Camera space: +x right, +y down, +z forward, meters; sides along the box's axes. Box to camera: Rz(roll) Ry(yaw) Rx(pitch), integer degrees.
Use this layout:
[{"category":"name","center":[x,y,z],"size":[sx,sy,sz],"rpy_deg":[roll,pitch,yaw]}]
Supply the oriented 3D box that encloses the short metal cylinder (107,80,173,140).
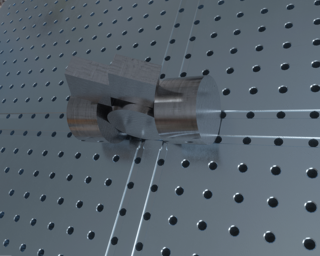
[{"category":"short metal cylinder","center":[-0.021,-0.024,0.399],"size":[0.080,0.080,0.050],"rpy_deg":[1,63,29]}]

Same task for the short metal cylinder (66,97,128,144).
[{"category":"short metal cylinder","center":[-0.080,-0.019,0.426],"size":[0.050,0.080,0.080],"rpy_deg":[1,62,29]}]

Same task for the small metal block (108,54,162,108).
[{"category":"small metal block","center":[-0.027,-0.050,0.339],"size":[0.050,0.050,0.025],"rpy_deg":[14,66,1]}]

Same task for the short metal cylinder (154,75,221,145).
[{"category":"short metal cylinder","center":[0.035,-0.021,0.366],"size":[0.050,0.080,0.080],"rpy_deg":[0,62,29]}]

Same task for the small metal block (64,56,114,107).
[{"category":"small metal block","center":[-0.078,-0.053,0.362],"size":[0.050,0.050,0.025],"rpy_deg":[15,66,0]}]
